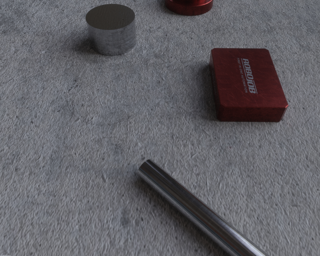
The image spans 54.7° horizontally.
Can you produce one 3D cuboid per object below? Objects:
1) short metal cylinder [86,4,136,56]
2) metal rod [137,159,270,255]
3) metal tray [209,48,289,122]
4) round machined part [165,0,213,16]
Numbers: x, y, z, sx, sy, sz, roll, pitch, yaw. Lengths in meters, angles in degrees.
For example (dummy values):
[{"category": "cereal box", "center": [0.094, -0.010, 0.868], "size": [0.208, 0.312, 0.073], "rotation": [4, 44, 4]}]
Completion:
[{"category": "short metal cylinder", "center": [-0.081, -0.168, 0.527], "size": [0.081, 0.050, 0.080], "rotation": [0, 50, 0]}, {"category": "metal rod", "center": [0.091, 0.127, 0.297], "size": [0.300, 0.025, 0.025], "rotation": [37, 59, 26]}, {"category": "metal tray", "center": [0.125, -0.067, 0.458], "size": [0.091, 0.030, 0.130], "rotation": [1, 50, 0]}, {"category": "round machined part", "center": [0.059, -0.269, 0.619], "size": [0.099, 0.042, 0.098], "rotation": [0, 50, 0]}]
